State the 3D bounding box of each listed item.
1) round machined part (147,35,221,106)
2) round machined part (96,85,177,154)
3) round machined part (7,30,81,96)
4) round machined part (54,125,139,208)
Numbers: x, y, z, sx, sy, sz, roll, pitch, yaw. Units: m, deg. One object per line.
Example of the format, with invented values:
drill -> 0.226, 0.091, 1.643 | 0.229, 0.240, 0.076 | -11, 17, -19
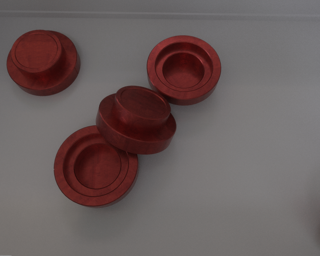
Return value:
round machined part -> 0.032, -0.075, 0.428 | 0.099, 0.042, 0.098 | 0, 70, 0
round machined part -> -0.025, -0.016, 0.380 | 0.099, 0.042, 0.098 | 15, 35, -11
round machined part -> -0.166, -0.098, 0.435 | 0.099, 0.042, 0.098 | 0, 70, 0
round machined part -> -0.075, 0.049, 0.382 | 0.099, 0.042, 0.098 | 0, 70, 0
